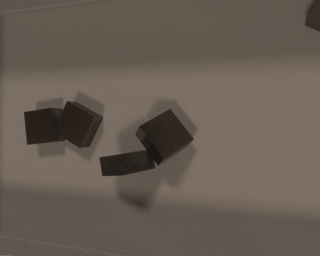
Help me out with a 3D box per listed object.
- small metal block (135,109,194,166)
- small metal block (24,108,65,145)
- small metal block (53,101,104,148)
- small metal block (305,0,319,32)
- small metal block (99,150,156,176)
[{"bbox_3d":[0.005,0.011,0.393,0.050,0.025,0.050,-31,77,-28],"label":"small metal block"},{"bbox_3d":[-0.175,-0.002,0.471,0.050,0.025,0.050,-7,88,19],"label":"small metal block"},{"bbox_3d":[-0.119,-0.005,0.451,0.050,0.025,0.050,29,99,17],"label":"small metal block"},{"bbox_3d":[0.199,-0.130,0.341,0.050,0.025,0.050,32,100,17],"label":"small metal block"},{"bbox_3d":[-0.043,0.045,0.401,0.050,0.050,0.025,-13,86,51],"label":"small metal block"}]
